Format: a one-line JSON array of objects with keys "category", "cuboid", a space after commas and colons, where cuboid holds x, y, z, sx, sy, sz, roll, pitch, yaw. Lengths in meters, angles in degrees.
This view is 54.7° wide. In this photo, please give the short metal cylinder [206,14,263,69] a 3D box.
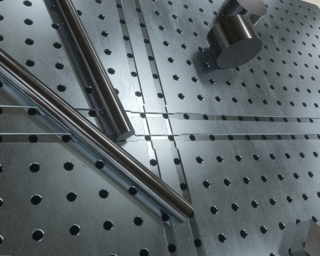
[{"category": "short metal cylinder", "cuboid": [0.126, -0.146, 0.529, 0.081, 0.080, 0.050, -5, 64, -30]}]

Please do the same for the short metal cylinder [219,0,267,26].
[{"category": "short metal cylinder", "cuboid": [0.167, -0.239, 0.627, 0.081, 0.050, 0.080, 14, 56, -21]}]

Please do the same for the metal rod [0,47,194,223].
[{"category": "metal rod", "cuboid": [-0.084, 0.006, 0.359, 0.300, 0.025, 0.025, 40, 51, -1]}]

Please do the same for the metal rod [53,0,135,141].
[{"category": "metal rod", "cuboid": [-0.107, -0.118, 0.422, 0.025, 0.025, 0.299, -15, 70, -34]}]

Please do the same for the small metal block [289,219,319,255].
[{"category": "small metal block", "cuboid": [0.210, 0.163, 0.422, 0.050, 0.025, 0.050, 40, 51, -1]}]
